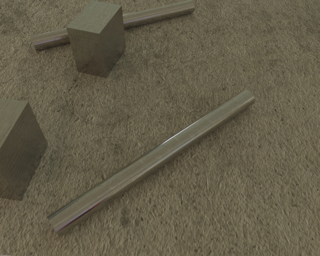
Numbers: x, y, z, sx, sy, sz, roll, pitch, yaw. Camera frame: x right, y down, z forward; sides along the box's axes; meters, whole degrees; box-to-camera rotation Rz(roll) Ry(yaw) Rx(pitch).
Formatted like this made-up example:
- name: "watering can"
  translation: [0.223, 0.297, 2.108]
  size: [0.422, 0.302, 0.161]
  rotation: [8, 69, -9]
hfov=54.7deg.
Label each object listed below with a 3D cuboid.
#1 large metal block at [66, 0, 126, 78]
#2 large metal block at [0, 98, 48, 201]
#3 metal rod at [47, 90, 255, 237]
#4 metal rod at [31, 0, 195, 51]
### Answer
- name: "large metal block"
  translation: [-0.095, -0.138, 0.483]
  size: [0.050, 0.080, 0.080]
  rotation: [14, 51, 11]
- name: "large metal block"
  translation: [-0.175, 0.024, 0.345]
  size: [0.050, 0.080, 0.080]
  rotation: [7, 50, 5]
- name: "metal rod"
  translation: [0.008, 0.029, 0.378]
  size: [0.302, 0.025, 0.025]
  rotation: [-32, 57, -24]
- name: "metal rod"
  translation: [-0.076, -0.190, 0.561]
  size: [0.302, 0.025, 0.025]
  rotation: [-19, 53, -16]
